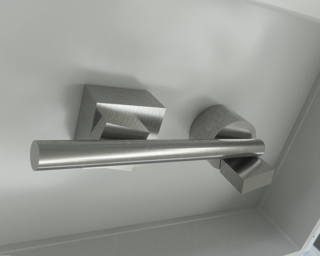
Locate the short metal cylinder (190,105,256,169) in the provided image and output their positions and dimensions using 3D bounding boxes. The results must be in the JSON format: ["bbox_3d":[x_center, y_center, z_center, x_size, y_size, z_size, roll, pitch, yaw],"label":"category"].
[{"bbox_3d":[0.091,0.013,0.450,0.081,0.050,0.079,-14,125,-21],"label":"short metal cylinder"}]

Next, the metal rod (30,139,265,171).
[{"bbox_3d":[0.018,0.025,0.342,0.302,0.025,0.025,1,118,-38],"label":"metal rod"}]

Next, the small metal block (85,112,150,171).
[{"bbox_3d":[-0.047,0.015,0.327,0.050,0.025,0.050,14,111,-34],"label":"small metal block"}]

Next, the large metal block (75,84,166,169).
[{"bbox_3d":[-0.049,-0.001,0.363,0.081,0.050,0.079,3,117,-30],"label":"large metal block"}]

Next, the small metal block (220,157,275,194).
[{"bbox_3d":[0.119,0.059,0.428,0.050,0.050,0.025,-14,124,-21],"label":"small metal block"}]
